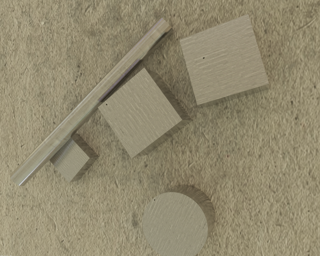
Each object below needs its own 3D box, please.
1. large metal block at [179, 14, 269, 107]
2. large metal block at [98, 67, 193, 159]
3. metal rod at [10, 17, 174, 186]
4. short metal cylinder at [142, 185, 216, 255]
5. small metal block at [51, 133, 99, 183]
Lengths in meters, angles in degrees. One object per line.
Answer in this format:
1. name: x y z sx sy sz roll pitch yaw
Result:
1. large metal block: 0.078 -0.075 0.368 0.080 0.050 0.080 -16 85 19
2. large metal block: -0.018 -0.018 0.402 0.080 0.050 0.080 -38 78 16
3. metal rod: -0.096 -0.031 0.423 0.300 0.025 0.025 -45 76 7
4. short metal cylinder: 0.025 0.115 0.387 0.080 0.050 0.080 0 90 20
5. small metal block: -0.127 0.043 0.454 0.050 0.025 0.050 44 104 14
